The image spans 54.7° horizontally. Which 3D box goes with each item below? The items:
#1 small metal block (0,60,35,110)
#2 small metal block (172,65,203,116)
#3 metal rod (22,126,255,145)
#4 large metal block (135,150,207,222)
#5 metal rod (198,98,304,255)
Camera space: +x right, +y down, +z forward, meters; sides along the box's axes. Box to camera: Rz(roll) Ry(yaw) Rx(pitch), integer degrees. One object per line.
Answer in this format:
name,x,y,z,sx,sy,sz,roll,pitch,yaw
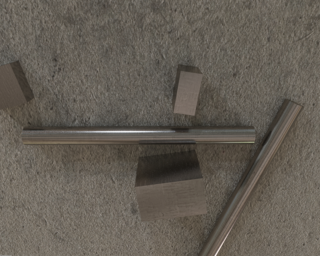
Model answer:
small metal block,-0.195,-0.052,0.388,0.050,0.025,0.050,-15,110,5
small metal block,0.032,-0.048,0.379,0.025,0.050,0.050,8,110,-3
metal rod,-0.027,0.010,0.413,0.302,0.025,0.025,0,110,-1
large metal block,0.014,0.073,0.408,0.080,0.080,0.050,-8,110,2
metal rod,0.118,0.097,0.447,0.025,0.025,0.298,21,109,-8
